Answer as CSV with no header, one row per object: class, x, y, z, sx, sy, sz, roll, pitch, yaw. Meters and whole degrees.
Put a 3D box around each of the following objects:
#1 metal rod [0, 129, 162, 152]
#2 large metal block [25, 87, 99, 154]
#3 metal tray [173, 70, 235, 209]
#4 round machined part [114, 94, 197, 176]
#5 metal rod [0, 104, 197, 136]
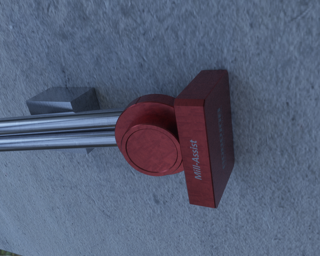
metal rod,-0.087,0.014,0.403,0.301,0.025,0.025,-3,118,15
large metal block,-0.133,-0.012,0.448,0.080,0.050,0.079,3,120,26
metal tray,0.054,0.011,0.343,0.030,0.090,0.129,4,120,26
round machined part,-0.004,0.015,0.344,0.098,0.042,0.097,7,122,11
metal rod,-0.091,-0.010,0.390,0.301,0.025,0.025,-4,117,15
